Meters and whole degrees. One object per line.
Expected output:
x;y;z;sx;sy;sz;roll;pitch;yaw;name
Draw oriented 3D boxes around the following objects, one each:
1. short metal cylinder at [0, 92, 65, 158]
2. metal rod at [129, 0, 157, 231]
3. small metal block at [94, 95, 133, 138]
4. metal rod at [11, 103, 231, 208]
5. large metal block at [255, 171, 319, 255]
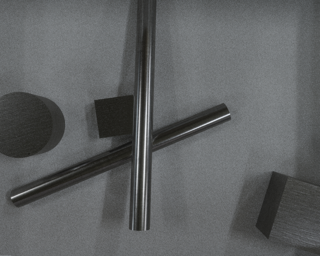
-0.170;-0.004;0.397;0.081;0.050;0.079;0;90;-1;short metal cylinder
-0.021;-0.027;0.391;0.025;0.025;0.298;2;82;-1;metal rod
-0.056;-0.015;0.411;0.050;0.025;0.050;-8;90;-1;small metal block
-0.050;0.036;0.410;0.301;0.025;0.025;-22;90;-1;metal rod
0.182;0.109;0.401;0.080;0.050;0.080;17;90;-1;large metal block
